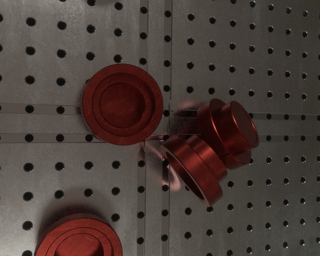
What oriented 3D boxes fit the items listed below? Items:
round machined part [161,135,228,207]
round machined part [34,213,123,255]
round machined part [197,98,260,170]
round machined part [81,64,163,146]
[{"bbox_3d":[0.047,0.047,0.390,0.042,0.098,0.098,-37,102,-10],"label":"round machined part"},{"bbox_3d":[-0.097,0.150,0.369,0.099,0.042,0.097,0,90,-21],"label":"round machined part"},{"bbox_3d":[0.096,0.003,0.412,0.098,0.042,0.098,36,38,-34],"label":"round machined part"},{"bbox_3d":[-0.049,-0.028,0.386,0.099,0.042,0.097,0,90,-21],"label":"round machined part"}]
